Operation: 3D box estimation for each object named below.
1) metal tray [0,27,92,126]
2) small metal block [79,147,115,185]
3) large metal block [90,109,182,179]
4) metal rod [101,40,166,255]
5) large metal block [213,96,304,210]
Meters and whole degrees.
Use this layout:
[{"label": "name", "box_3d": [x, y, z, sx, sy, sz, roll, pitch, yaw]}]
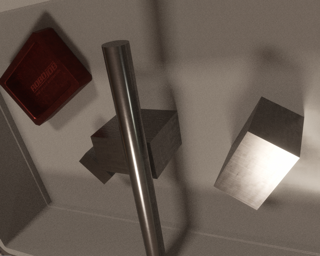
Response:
[{"label": "metal tray", "box_3d": [-0.169, -0.069, 0.448, 0.130, 0.030, 0.090, -32, 101, 37]}, {"label": "small metal block", "box_3d": [-0.082, 0.047, 0.463, 0.050, 0.050, 0.025, 43, 129, -2]}, {"label": "large metal block", "box_3d": [-0.027, 0.016, 0.395, 0.080, 0.080, 0.050, 4, 121, 25]}, {"label": "metal rod", "box_3d": [-0.021, 0.054, 0.348, 0.025, 0.025, 0.298, 6, 122, 25]}, {"label": "large metal block", "box_3d": [0.107, 0.025, 0.332, 0.050, 0.080, 0.079, 29, 128, 10]}]
